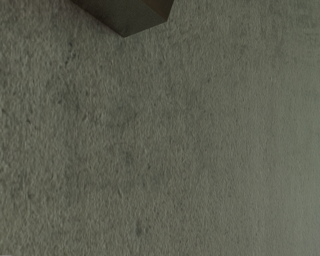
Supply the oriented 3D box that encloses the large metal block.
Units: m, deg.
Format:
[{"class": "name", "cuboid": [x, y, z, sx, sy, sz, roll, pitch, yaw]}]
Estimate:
[{"class": "large metal block", "cuboid": [-0.040, -0.150, 0.337, 0.080, 0.080, 0.050, 28, 73, -37]}]
